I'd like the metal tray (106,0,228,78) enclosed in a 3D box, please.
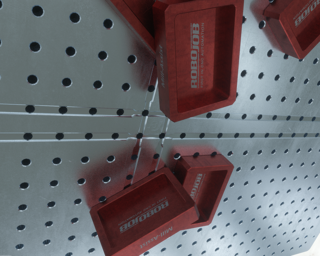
[{"bbox_3d":[0.011,-0.128,0.335,0.090,0.030,0.130,-45,130,3],"label":"metal tray"}]

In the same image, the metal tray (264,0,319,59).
[{"bbox_3d":[0.212,-0.171,0.420,0.130,0.030,0.090,-47,130,5],"label":"metal tray"}]

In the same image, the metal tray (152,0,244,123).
[{"bbox_3d":[0.043,-0.078,0.345,0.091,0.030,0.129,-17,126,-19],"label":"metal tray"}]

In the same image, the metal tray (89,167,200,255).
[{"bbox_3d":[-0.023,0.119,0.431,0.131,0.090,0.030,-28,128,-11],"label":"metal tray"}]

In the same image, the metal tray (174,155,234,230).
[{"bbox_3d":[0.059,0.108,0.508,0.091,0.030,0.129,0,118,-29],"label":"metal tray"}]
